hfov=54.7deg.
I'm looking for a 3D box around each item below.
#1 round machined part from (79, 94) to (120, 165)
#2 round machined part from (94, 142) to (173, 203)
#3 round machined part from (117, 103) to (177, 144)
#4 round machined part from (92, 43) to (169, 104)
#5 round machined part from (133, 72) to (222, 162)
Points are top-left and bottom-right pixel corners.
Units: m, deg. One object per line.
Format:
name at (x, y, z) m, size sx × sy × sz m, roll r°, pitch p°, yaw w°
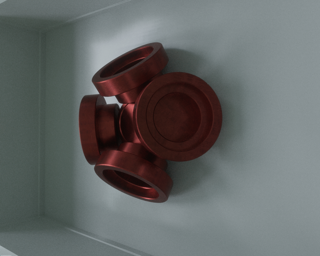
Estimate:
round machined part at (-0.077, 0.001, 0.431) m, size 0.042 × 0.098 × 0.097 m, roll -5°, pitch 86°, yaw 2°
round machined part at (-0.029, 0.053, 0.391) m, size 0.098 × 0.098 × 0.042 m, roll -2°, pitch 53°, yaw 39°
round machined part at (-0.018, -0.007, 0.406) m, size 0.098 × 0.042 × 0.097 m, roll 0°, pitch 90°, yaw 39°
round machined part at (-0.033, -0.066, 0.394) m, size 0.098 × 0.098 × 0.042 m, roll -5°, pitch 125°, yaw 39°
round machined part at (0.017, -0.012, 0.354) m, size 0.042 × 0.099 × 0.097 m, roll 171°, pitch 97°, yaw -75°
